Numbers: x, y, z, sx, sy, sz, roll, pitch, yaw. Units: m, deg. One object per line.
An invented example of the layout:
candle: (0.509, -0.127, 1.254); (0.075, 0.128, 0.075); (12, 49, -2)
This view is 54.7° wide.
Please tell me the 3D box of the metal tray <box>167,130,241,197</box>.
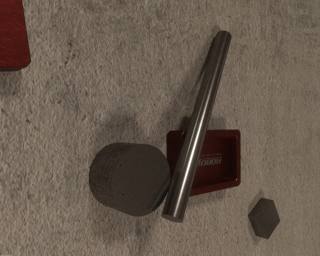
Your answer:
metal tray: (0.069, 0.048, 0.462); (0.131, 0.030, 0.089); (-1, 91, -40)

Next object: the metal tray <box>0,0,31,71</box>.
metal tray: (-0.168, -0.114, 0.261); (0.091, 0.030, 0.129); (-11, 97, -40)

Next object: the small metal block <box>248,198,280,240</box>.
small metal block: (0.193, 0.166, 0.570); (0.050, 0.025, 0.050); (-38, 113, -34)

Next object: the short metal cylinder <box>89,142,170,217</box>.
short metal cylinder: (-0.035, 0.057, 0.361); (0.081, 0.050, 0.079); (0, 90, -40)

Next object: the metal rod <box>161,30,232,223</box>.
metal rod: (0.058, -0.022, 0.421); (0.025, 0.025, 0.300); (40, 55, -33)
